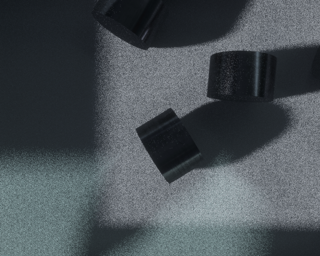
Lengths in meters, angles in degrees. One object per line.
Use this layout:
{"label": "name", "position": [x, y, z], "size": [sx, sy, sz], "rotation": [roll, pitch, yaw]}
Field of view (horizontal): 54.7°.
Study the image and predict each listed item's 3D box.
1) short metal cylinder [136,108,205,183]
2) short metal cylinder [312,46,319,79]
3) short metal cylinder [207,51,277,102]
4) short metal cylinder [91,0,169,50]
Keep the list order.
{"label": "short metal cylinder", "position": [0.012, 0.022, 0.384], "size": [0.050, 0.080, 0.080], "rotation": [-32, 90, 0]}
{"label": "short metal cylinder", "position": [0.238, -0.091, 0.387], "size": [0.050, 0.080, 0.080], "rotation": [21, 90, -1]}
{"label": "short metal cylinder", "position": [0.101, -0.061, 0.385], "size": [0.081, 0.080, 0.050], "rotation": [5, 90, -1]}
{"label": "short metal cylinder", "position": [-0.036, -0.141, 0.383], "size": [0.080, 0.080, 0.050], "rotation": [31, 90, -1]}
